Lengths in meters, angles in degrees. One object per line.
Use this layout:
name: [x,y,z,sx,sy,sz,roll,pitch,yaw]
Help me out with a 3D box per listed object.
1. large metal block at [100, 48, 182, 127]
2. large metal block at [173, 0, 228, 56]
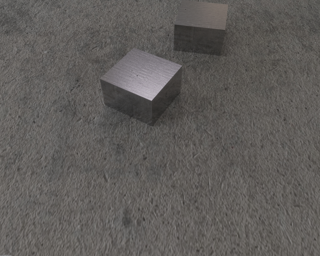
large metal block: [-0.024,-0.060,0.437,0.080,0.050,0.080,25,54,19]
large metal block: [0.070,-0.173,0.533,0.080,0.050,0.080,9,51,7]
